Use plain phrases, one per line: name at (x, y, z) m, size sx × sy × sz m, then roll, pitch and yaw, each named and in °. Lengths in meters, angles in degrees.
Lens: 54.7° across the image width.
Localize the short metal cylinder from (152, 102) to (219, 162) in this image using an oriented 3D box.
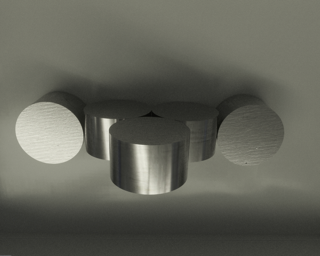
short metal cylinder at (0.030, 0.002, 0.381) m, size 0.081 × 0.080 × 0.050 m, roll 2°, pitch 110°, yaw -1°

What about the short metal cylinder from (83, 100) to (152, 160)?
short metal cylinder at (-0.051, 0.000, 0.379) m, size 0.081 × 0.080 × 0.050 m, roll 2°, pitch 110°, yaw -1°

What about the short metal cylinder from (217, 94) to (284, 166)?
short metal cylinder at (0.110, 0.002, 0.398) m, size 0.081 × 0.050 × 0.079 m, roll 0°, pitch 110°, yaw 0°

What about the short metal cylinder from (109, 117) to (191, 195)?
short metal cylinder at (-0.011, 0.025, 0.316) m, size 0.081 × 0.080 × 0.050 m, roll 2°, pitch 110°, yaw -1°

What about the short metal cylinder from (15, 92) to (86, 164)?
short metal cylinder at (-0.132, -0.002, 0.394) m, size 0.081 × 0.050 × 0.079 m, roll 0°, pitch 110°, yaw 0°
